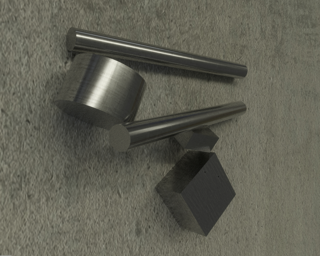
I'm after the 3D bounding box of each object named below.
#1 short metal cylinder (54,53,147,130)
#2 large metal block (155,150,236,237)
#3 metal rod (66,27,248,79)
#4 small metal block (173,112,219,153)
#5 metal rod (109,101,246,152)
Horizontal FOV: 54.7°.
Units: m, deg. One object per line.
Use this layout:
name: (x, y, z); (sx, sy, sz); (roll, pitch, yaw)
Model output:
short metal cylinder: (-0.060, -0.033, 0.320); (0.080, 0.080, 0.050); (29, 72, -37)
large metal block: (0.052, 0.088, 0.435); (0.080, 0.050, 0.080); (-44, 117, -31)
metal rod: (0.022, -0.094, 0.424); (0.302, 0.025, 0.025); (0, 90, -40)
small metal block: (0.044, 0.006, 0.424); (0.050, 0.050, 0.025); (12, 116, -40)
metal rod: (0.049, -0.012, 0.398); (0.302, 0.025, 0.025); (-14, 100, -55)
